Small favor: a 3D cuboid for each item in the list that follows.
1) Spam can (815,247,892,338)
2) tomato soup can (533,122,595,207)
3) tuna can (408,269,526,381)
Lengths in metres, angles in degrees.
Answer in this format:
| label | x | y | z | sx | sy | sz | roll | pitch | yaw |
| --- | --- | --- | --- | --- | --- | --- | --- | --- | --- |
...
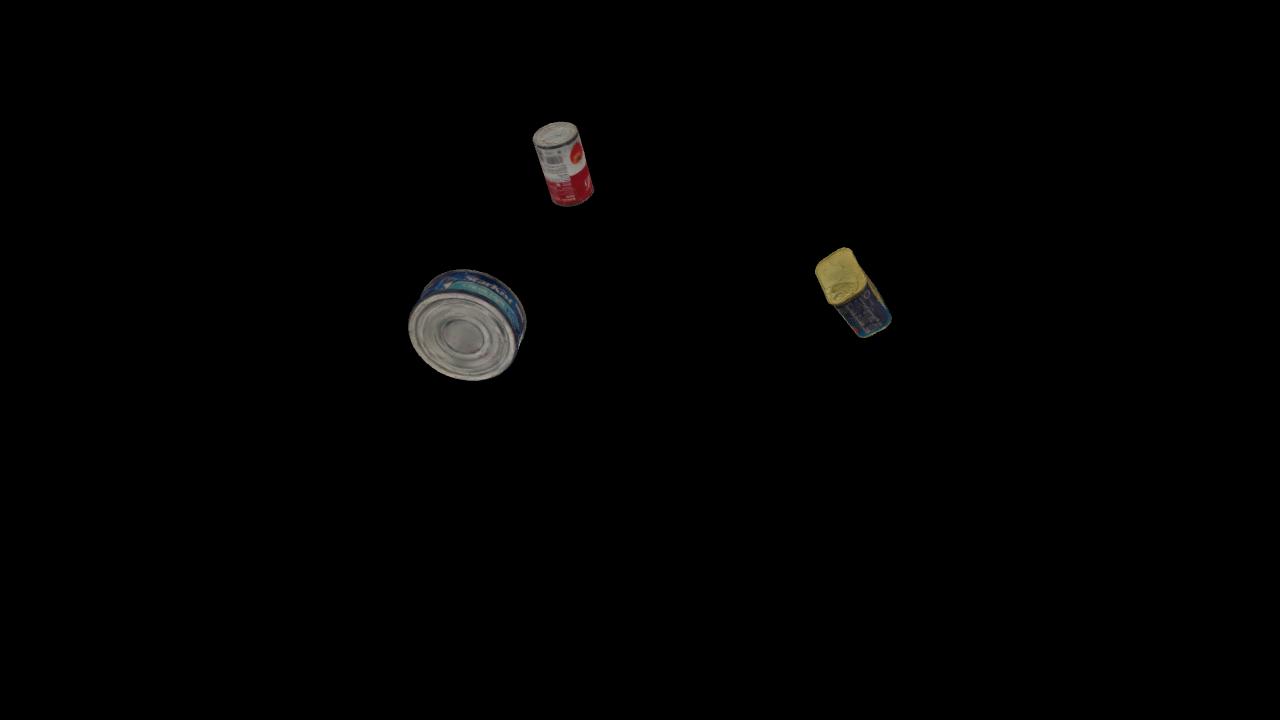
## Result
| label | x | y | z | sx | sy | sz | roll | pitch | yaw |
| --- | --- | --- | --- | --- | --- | --- | --- | --- | --- |
| Spam can | 0.297 | -0.092 | 0.853 | 0.058 | 0.101 | 0.085 | -33 | -54 | 25 |
| tomato soup can | -0.111 | -0.285 | 0.897 | 0.068 | 0.068 | 0.101 | 0 | -39 | 13 |
| tuna can | -0.132 | -0.025 | 0.470 | 0.084 | 0.084 | 0.034 | 0 | 36 | 3 |
